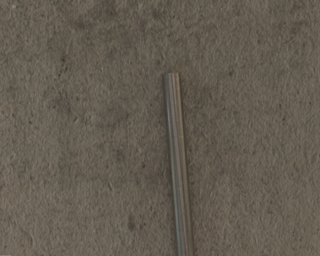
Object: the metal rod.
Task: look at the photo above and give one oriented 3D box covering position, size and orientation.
[{"bbox_3d":[0.027,0.078,0.410,0.025,0.025,0.298,-5,90,-1],"label":"metal rod"}]
